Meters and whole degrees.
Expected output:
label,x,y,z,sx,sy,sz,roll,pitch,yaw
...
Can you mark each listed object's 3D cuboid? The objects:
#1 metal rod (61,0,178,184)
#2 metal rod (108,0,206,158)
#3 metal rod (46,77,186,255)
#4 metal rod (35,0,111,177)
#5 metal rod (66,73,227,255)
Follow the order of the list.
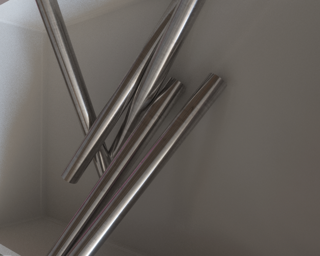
label,x,y,z,sx,sy,sz,roll,pitch,yaw
metal rod,-0.042,-0.052,0.401,0.025,0.025,0.299,41,103,32
metal rod,-0.004,-0.067,0.370,0.025,0.025,0.298,52,131,27
metal rod,-0.062,0.066,0.377,0.025,0.025,0.300,31,84,36
metal rod,-0.110,-0.045,0.422,0.025,0.025,0.298,1,115,40
metal rod,-0.026,0.062,0.351,0.025,0.025,0.300,37,88,34
